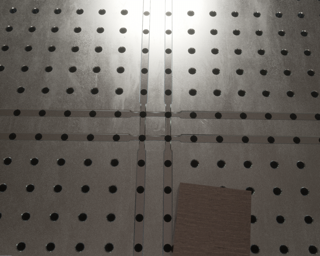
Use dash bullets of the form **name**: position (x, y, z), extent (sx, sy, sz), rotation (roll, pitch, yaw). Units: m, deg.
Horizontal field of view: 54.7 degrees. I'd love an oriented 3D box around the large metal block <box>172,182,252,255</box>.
- **large metal block**: position (0.058, 0.112, 0.358), extent (0.080, 0.050, 0.080), rotation (7, 70, 2)
